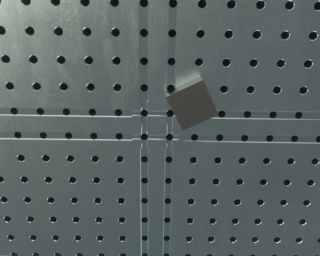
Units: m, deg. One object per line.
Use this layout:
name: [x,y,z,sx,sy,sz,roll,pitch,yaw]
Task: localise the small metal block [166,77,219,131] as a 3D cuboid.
small metal block: [0.041,-0.032,0.402,0.050,0.025,0.050,-25,108,8]
